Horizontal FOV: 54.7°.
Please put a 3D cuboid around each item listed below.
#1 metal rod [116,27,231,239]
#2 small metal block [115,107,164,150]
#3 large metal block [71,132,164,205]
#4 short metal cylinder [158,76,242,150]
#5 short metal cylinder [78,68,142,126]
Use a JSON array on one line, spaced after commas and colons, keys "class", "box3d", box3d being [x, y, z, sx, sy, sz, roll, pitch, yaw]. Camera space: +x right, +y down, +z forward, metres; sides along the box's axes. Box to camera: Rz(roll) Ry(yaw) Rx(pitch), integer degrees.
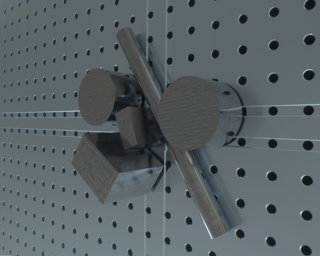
[{"class": "metal rod", "box3d": [0.009, -0.008, 0.397, 0.025, 0.025, 0.299, -38, 67, 33]}, {"class": "small metal block", "box3d": [-0.027, 0.001, 0.410, 0.025, 0.050, 0.050, -27, 73, 37]}, {"class": "large metal block", "box3d": [-0.057, 0.049, 0.414, 0.080, 0.081, 0.050, 42, 116, 32]}, {"class": "short metal cylinder", "box3d": [0.045, -0.016, 0.351, 0.080, 0.050, 0.079, 0, 90, 40]}, {"class": "short metal cylinder", "box3d": [-0.073, -0.043, 0.449, 0.080, 0.050, 0.079, 0, 90, 40]}]
